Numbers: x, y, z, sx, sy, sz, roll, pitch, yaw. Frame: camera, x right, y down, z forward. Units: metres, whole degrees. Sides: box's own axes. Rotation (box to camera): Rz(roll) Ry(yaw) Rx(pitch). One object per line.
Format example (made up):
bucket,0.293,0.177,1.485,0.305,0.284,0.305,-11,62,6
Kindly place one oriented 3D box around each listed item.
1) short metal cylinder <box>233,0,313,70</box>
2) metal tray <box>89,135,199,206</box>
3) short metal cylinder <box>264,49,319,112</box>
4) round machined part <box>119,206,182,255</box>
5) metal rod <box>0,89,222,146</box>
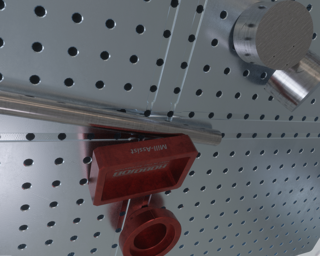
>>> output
short metal cylinder,0.141,-0.116,0.388,0.081,0.050,0.079,-6,110,-17
metal tray,-0.024,0.056,0.411,0.131,0.030,0.089,-7,140,-24
short metal cylinder,0.195,-0.068,0.436,0.080,0.050,0.080,-39,162,-16
round machined part,-0.019,0.164,0.491,0.099,0.042,0.097,-14,124,-21
metal rod,-0.041,-0.006,0.384,0.302,0.025,0.025,10,114,-33
